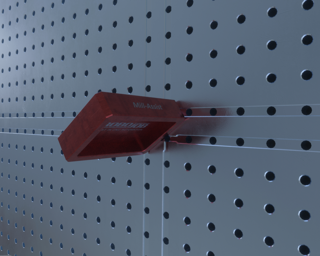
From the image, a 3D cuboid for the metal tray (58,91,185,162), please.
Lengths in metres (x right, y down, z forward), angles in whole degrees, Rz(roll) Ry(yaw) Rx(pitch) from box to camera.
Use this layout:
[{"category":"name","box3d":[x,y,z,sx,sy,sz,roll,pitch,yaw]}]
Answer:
[{"category":"metal tray","box3d":[-0.042,0.001,0.373,0.090,0.131,0.030,-42,65,32]}]
